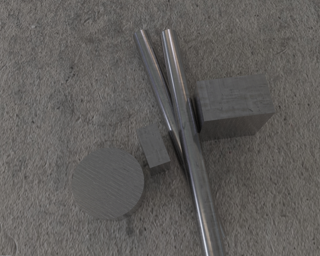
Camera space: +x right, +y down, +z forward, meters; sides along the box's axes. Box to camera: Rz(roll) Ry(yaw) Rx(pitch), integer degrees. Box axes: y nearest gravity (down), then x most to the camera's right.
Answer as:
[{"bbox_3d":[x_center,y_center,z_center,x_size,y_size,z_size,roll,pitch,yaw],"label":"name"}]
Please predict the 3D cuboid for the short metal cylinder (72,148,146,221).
[{"bbox_3d":[-0.058,0.069,0.369,0.081,0.050,0.080,0,70,0],"label":"short metal cylinder"}]

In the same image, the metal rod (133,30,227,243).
[{"bbox_3d":[0.019,-0.004,0.409,0.025,0.025,0.299,-17,71,-6],"label":"metal rod"}]

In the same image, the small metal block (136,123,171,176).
[{"bbox_3d":[-0.008,0.028,0.385,0.025,0.050,0.050,-19,71,-7],"label":"small metal block"}]

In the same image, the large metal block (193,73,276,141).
[{"bbox_3d":[0.085,-0.022,0.388,0.081,0.080,0.050,-7,70,-3],"label":"large metal block"}]

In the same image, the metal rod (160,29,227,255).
[{"bbox_3d":[0.035,0.004,0.381,0.025,0.025,0.299,-8,67,-3],"label":"metal rod"}]
